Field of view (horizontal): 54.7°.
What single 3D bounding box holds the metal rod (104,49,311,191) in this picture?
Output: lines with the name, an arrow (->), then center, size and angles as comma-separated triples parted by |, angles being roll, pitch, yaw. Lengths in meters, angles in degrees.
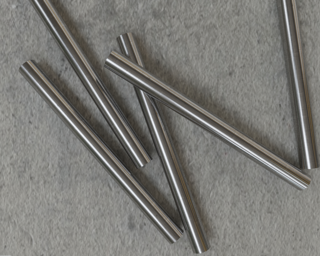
metal rod -> 0.065, -0.007, 0.395 | 0.301, 0.025, 0.025 | 32, 90, -7

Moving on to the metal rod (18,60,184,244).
metal rod -> -0.077, 0.031, 0.408 | 0.025, 0.025, 0.300 | -41, 91, 0

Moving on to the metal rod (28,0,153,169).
metal rod -> -0.101, -0.079, 0.408 | 0.025, 0.025, 0.299 | -33, 90, 0

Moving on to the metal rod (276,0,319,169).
metal rod -> 0.179, -0.095, 0.412 | 0.025, 0.025, 0.298 | -8, 90, 0

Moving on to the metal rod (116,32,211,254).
metal rod -> 0.005, 0.020, 0.410 | 0.025, 0.025, 0.299 | -20, 90, 0
